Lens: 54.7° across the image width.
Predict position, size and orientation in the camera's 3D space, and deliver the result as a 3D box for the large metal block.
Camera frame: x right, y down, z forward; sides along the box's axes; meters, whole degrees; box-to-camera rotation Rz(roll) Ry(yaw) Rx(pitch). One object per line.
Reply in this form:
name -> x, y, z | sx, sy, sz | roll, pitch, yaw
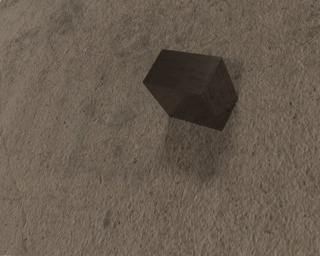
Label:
large metal block -> 0.039, -0.045, 0.375 | 0.080, 0.080, 0.050 | 17, 71, 34
